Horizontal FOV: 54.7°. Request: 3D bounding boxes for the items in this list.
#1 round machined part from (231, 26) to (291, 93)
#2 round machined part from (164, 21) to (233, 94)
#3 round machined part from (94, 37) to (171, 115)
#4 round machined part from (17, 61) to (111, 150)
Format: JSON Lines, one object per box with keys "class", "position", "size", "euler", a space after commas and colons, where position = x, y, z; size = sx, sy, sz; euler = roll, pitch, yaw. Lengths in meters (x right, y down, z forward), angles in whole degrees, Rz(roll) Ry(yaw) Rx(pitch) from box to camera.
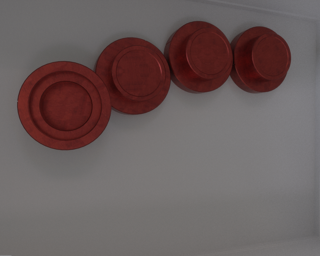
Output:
{"class": "round machined part", "position": [0.152, -0.102, 0.457], "size": [0.099, 0.042, 0.097], "euler": [0, 90, -20]}
{"class": "round machined part", "position": [0.058, -0.098, 0.423], "size": [0.099, 0.042, 0.097], "euler": [0, 90, -20]}
{"class": "round machined part", "position": [-0.031, -0.066, 0.390], "size": [0.099, 0.042, 0.097], "euler": [0, 90, -20]}
{"class": "round machined part", "position": [-0.108, -0.025, 0.358], "size": [0.099, 0.042, 0.097], "euler": [-1, 92, -14]}
